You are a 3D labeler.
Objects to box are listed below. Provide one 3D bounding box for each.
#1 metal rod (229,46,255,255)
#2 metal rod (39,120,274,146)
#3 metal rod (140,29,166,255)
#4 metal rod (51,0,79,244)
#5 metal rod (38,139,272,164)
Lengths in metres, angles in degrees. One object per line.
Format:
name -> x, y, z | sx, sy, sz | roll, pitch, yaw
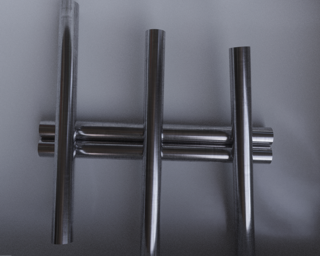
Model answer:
metal rod -> 0.104, 0.052, 0.389 | 0.025, 0.025, 0.298 | -4, 98, 0
metal rod -> -0.004, 0.007, 0.410 | 0.302, 0.025, 0.025 | 2, 90, -1
metal rod -> -0.009, 0.030, 0.385 | 0.025, 0.025, 0.298 | 1, 90, -1
metal rod -> -0.117, -0.014, 0.385 | 0.025, 0.025, 0.298 | -1, 82, -1
metal rod -> -0.006, 0.031, 0.410 | 0.302, 0.025, 0.025 | 2, 90, -1
